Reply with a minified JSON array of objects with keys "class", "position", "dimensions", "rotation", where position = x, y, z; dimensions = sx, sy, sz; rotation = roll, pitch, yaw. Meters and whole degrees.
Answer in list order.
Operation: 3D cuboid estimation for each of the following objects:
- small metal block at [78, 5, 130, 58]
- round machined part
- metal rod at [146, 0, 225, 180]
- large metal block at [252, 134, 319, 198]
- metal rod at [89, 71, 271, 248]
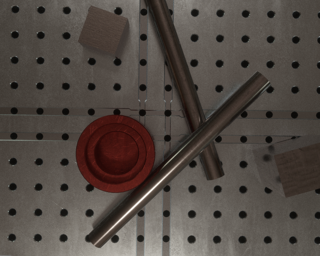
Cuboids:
[{"class":"small metal block","position":[-0.074,-0.127,0.412],"dimensions":[0.050,0.025,0.050],"rotation":[20,90,-1]},{"class":"round machined part","position":[-0.055,0.032,0.404],"dimensions":[0.099,0.042,0.097],"rotation":[0,90,-1]},{"class":"metal rod","position":[0.026,-0.076,0.413],"dimensions":[0.025,0.025,0.298],"rotation":[-19,90,0]},{"class":"large metal block","position":[0.173,0.044,0.388],"dimensions":[0.080,0.080,0.050],"rotation":[-16,90,0]},{"class":"metal rod","position":[0.020,0.045,0.394],"dimensions":[0.025,0.025,0.300],"rotation":[45,97,-1]}]
